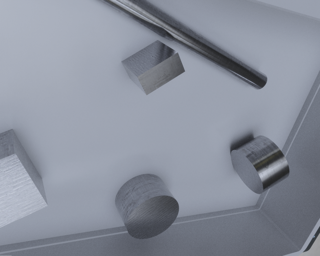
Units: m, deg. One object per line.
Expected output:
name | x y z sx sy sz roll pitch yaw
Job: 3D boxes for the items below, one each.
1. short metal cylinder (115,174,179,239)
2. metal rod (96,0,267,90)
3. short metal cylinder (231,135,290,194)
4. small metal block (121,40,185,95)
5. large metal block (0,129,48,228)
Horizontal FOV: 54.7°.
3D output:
short metal cylinder | -0.019 0.115 0.455 0.081 0.050 0.079 -14 125 -21
metal rod | 0.028 -0.106 0.359 0.302 0.025 0.025 18 109 -36
short metal cylinder | 0.159 0.059 0.499 0.050 0.080 0.080 -28 128 -11
small metal block | -0.008 -0.069 0.347 0.050 0.050 0.025 -33 129 -7
large metal block | -0.179 0.059 0.332 0.081 0.050 0.080 -24 127 -14
